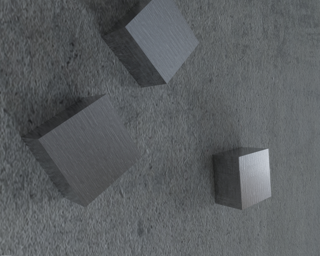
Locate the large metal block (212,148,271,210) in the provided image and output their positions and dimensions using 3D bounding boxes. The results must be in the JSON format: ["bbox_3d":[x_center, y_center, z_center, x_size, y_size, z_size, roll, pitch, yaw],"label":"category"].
[{"bbox_3d":[0.133,0.077,0.500,0.081,0.050,0.079,-8,96,-40],"label":"large metal block"}]

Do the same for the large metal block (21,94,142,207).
[{"bbox_3d":[-0.079,0.021,0.322,0.080,0.050,0.080,-41,115,-32],"label":"large metal block"}]

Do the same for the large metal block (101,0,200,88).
[{"bbox_3d":[-0.009,-0.108,0.380,0.080,0.050,0.080,51,60,-28],"label":"large metal block"}]
